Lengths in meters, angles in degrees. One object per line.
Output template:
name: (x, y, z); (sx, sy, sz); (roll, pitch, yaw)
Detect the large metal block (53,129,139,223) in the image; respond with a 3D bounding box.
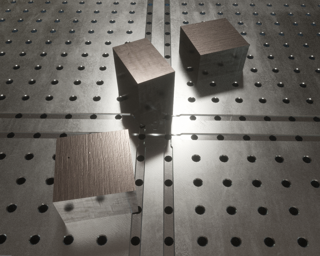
large metal block: (-0.070, 0.052, 0.346); (0.081, 0.050, 0.080); (-7, 51, -6)

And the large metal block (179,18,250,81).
large metal block: (0.084, -0.129, 0.501); (0.081, 0.050, 0.080); (-15, 52, -12)

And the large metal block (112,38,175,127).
large metal block: (-0.022, -0.063, 0.424); (0.050, 0.080, 0.080); (-22, 54, -17)
